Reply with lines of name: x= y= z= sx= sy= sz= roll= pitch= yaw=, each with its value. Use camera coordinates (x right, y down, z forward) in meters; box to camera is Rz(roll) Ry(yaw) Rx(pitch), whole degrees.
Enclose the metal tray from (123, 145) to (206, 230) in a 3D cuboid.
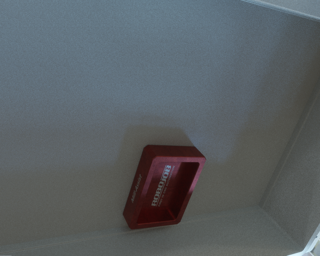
metal tray: x=0.005 y=0.089 z=0.462 sx=0.091 sy=0.030 sz=0.129 roll=4 pitch=116 yaw=-31
